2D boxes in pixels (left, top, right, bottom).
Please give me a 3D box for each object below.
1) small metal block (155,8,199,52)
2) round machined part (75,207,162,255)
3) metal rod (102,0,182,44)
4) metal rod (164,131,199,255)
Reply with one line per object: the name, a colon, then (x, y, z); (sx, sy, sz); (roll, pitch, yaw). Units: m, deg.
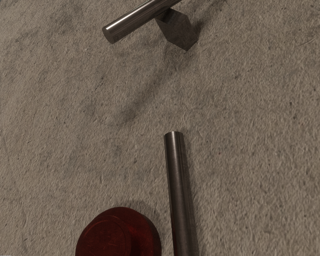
small metal block: (0.025, -0.149, 0.465); (0.025, 0.050, 0.050); (-46, 51, -4)
round machined part: (-0.051, 0.134, 0.337); (0.098, 0.042, 0.098); (-13, 56, 20)
metal rod: (0.043, -0.212, 0.460); (0.301, 0.025, 0.025); (-38, 50, -18)
metal rod: (0.027, 0.136, 0.305); (0.025, 0.025, 0.299); (-17, 55, 18)
